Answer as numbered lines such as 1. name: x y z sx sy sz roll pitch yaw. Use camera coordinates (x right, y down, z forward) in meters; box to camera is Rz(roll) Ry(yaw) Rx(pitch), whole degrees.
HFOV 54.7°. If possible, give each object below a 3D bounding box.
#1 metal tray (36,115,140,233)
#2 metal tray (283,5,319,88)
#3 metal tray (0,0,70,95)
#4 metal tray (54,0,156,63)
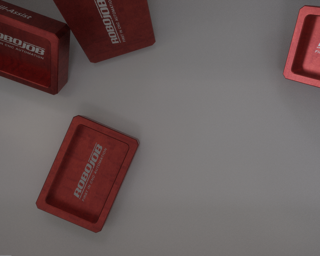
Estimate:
1. metal tray: -0.092 0.058 0.407 0.090 0.030 0.129 23 90 0
2. metal tray: 0.219 -0.086 0.356 0.130 0.030 0.089 27 123 38
3. metal tray: -0.180 -0.102 0.380 0.131 0.030 0.089 20 134 0
4. metal tray: -0.059 -0.133 0.357 0.090 0.130 0.030 -18 69 0
